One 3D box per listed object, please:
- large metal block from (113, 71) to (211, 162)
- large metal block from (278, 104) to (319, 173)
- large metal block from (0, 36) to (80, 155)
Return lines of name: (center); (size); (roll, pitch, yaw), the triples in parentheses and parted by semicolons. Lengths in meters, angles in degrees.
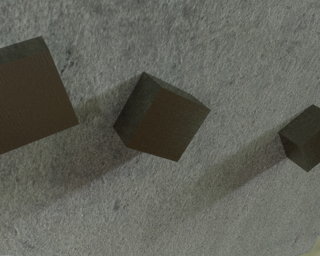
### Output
large metal block: (0.002, -0.012, 0.386); (0.080, 0.050, 0.080); (20, 107, -36)
large metal block: (0.268, 0.019, 0.552); (0.080, 0.050, 0.080); (-38, 130, -3)
large metal block: (-0.135, -0.032, 0.298); (0.081, 0.050, 0.080); (-23, 127, -15)
